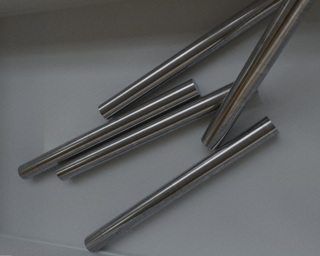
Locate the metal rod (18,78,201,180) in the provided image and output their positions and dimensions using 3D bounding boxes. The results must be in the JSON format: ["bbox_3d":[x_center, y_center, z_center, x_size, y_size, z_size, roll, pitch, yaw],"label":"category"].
[{"bbox_3d":[-0.083,0.009,0.439,0.300,0.025,0.025,-25,82,18],"label":"metal rod"}]

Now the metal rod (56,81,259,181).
[{"bbox_3d":[-0.017,0.007,0.416,0.300,0.025,0.025,-25,82,18],"label":"metal rod"}]

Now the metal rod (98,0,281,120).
[{"bbox_3d":[0.045,-0.096,0.394,0.300,0.025,0.025,-31,80,17],"label":"metal rod"}]

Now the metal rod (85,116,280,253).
[{"bbox_3d":[0.017,0.081,0.404,0.300,0.025,0.025,-36,79,16],"label":"metal rod"}]

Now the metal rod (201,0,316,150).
[{"bbox_3d":[0.114,-0.090,0.301,0.025,0.025,0.298,37,129,16],"label":"metal rod"}]
